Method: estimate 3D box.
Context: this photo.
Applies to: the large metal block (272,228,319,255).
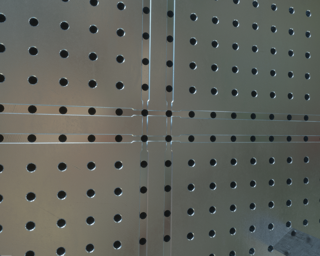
[{"bbox_3d":[0.231,0.210,0.468,0.050,0.080,0.080,-35,101,-17],"label":"large metal block"}]
